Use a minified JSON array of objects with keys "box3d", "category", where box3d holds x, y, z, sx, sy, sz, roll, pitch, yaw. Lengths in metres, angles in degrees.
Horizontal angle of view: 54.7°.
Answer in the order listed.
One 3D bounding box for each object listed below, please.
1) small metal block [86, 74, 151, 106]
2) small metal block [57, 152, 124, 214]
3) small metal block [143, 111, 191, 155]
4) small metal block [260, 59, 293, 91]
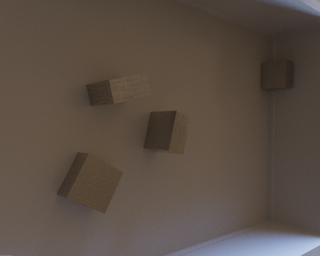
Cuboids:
[{"box3d":[-0.047,-0.043,0.352,0.050,0.050,0.025,-18,102,-39],"category":"small metal block"},{"box3d":[-0.076,0.061,0.344,0.050,0.025,0.050,36,68,-35],"category":"small metal block"},{"box3d":[0.008,0.006,0.399,0.025,0.050,0.050,19,78,-39],"category":"small metal block"},{"box3d":[0.216,-0.097,0.575,0.025,0.050,0.050,3,89,-40],"category":"small metal block"}]
